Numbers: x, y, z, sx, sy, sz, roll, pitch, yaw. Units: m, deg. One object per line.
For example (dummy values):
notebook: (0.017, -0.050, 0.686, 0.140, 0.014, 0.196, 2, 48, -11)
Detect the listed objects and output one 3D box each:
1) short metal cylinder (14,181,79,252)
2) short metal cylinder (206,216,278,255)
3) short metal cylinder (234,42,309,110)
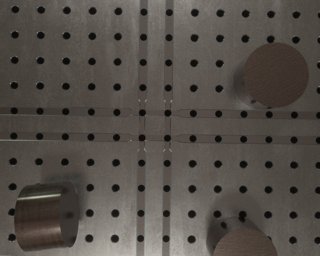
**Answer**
short metal cylinder: (-0.137, 0.109, 0.384, 0.050, 0.080, 0.079, -6, 90, 0)
short metal cylinder: (0.104, 0.162, 0.402, 0.081, 0.050, 0.079, 0, 90, -1)
short metal cylinder: (0.142, -0.065, 0.403, 0.081, 0.050, 0.079, 0, 90, -1)
